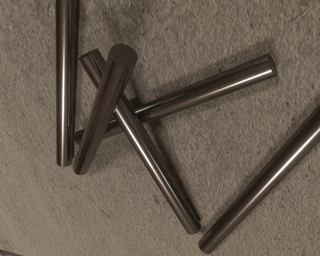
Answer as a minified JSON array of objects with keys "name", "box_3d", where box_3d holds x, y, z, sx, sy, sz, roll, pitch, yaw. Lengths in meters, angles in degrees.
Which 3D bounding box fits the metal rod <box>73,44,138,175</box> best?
[{"name":"metal rod","box_3d":[-0.082,0.002,0.393,0.025,0.025,0.298,39,146,1]}]

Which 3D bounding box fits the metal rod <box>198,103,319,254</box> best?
[{"name":"metal rod","box_3d":[0.123,0.078,0.389,0.025,0.025,0.298,32,128,7]}]

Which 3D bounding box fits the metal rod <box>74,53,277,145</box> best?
[{"name":"metal rod","box_3d":[-0.005,-0.023,0.393,0.300,0.025,0.025,-19,109,35]}]

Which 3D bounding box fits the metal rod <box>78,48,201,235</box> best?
[{"name":"metal rod","box_3d":[-0.014,0.035,0.409,0.025,0.025,0.299,-11,121,33]}]

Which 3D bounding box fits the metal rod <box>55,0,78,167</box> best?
[{"name":"metal rod","box_3d":[-0.134,-0.060,0.437,0.025,0.025,0.298,24,127,13]}]
